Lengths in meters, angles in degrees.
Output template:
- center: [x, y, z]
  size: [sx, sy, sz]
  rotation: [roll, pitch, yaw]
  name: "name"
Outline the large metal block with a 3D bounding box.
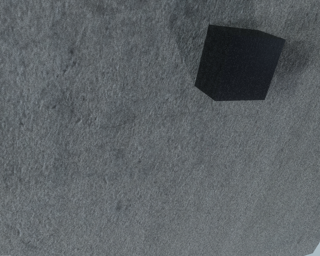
- center: [0.099, -0.081, 0.393]
  size: [0.081, 0.050, 0.079]
  rotation: [-4, 120, -27]
  name: "large metal block"
